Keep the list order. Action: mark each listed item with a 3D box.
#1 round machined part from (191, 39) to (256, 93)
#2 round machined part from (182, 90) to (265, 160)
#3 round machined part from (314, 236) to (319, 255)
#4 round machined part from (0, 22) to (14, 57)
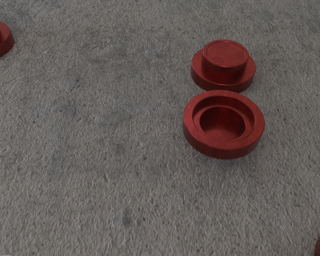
[{"bbox_3d":[0.098,-0.099,0.476,0.099,0.042,0.098,0,50,0],"label":"round machined part"},{"bbox_3d":[0.078,0.000,0.393,0.099,0.042,0.098,0,50,0],"label":"round machined part"},{"bbox_3d":[0.202,0.127,0.287,0.099,0.042,0.098,0,50,0],"label":"round machined part"},{"bbox_3d":[-0.304,-0.155,0.521,0.099,0.042,0.098,0,50,0],"label":"round machined part"}]
